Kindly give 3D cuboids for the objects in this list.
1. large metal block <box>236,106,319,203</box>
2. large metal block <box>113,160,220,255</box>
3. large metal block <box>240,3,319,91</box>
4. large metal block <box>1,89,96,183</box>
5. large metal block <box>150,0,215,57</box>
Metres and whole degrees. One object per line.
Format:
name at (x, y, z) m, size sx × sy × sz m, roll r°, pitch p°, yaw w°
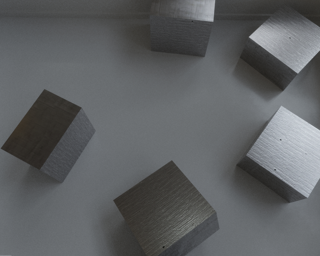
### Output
large metal block at (0.156, 0.033, 0.385) m, size 0.080 × 0.050 × 0.080 m, roll 36°, pitch 74°, yaw 12°
large metal block at (0.008, 0.097, 0.347) m, size 0.080 × 0.050 × 0.080 m, roll -33°, pitch 52°, yaw -12°
large metal block at (0.176, -0.114, 0.439) m, size 0.080 × 0.050 × 0.080 m, roll 43°, pitch 75°, yaw 14°
large metal block at (-0.128, 0.013, 0.375) m, size 0.050 × 0.080 × 0.080 m, roll 26°, pitch 72°, yaw 9°
large metal block at (0.030, -0.147, 0.434) m, size 0.080 × 0.080 × 0.050 m, roll 7°, pitch 70°, yaw 2°
